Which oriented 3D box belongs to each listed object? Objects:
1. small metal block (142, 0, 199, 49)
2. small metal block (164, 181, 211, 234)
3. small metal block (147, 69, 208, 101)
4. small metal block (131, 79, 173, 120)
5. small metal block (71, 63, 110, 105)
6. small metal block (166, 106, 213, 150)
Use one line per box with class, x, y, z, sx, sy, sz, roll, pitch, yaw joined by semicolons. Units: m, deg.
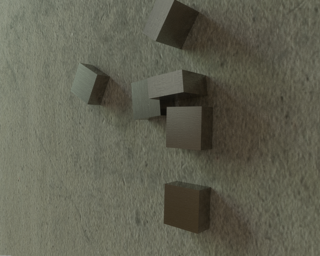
small metal block;0.014;-0.128;0.376;0.025;0.050;0.050;41;115;32
small metal block;0.033;0.095;0.377;0.050;0.025;0.050;3;92;39
small metal block;0.021;-0.049;0.370;0.050;0.050;0.025;-6;86;39
small metal block;-0.010;-0.038;0.409;0.050;0.025;0.050;-7;86;43
small metal block;-0.112;-0.070;0.495;0.050;0.025;0.050;35;111;34
small metal block;0.035;0.000;0.374;0.050;0.025;0.050;2;91;39
